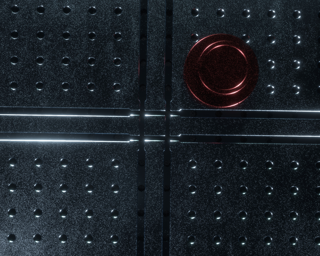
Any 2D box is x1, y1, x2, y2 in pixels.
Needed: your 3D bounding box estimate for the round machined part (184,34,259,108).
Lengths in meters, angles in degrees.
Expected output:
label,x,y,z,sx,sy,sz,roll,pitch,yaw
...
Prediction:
label,x,y,z,sx,sy,sz,roll,pitch,yaw
round machined part,0.081,-0.075,0.406,0.099,0.042,0.097,0,90,-1
